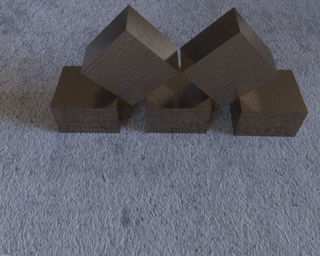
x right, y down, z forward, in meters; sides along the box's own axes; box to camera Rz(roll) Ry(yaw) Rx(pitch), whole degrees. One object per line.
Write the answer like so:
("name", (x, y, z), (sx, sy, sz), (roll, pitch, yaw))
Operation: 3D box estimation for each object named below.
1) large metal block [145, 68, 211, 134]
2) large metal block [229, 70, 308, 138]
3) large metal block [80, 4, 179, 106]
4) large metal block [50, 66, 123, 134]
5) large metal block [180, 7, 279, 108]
("large metal block", (0.023, -0.038, 0.421), (0.081, 0.050, 0.080), (1, 50, 0))
("large metal block", (0.140, -0.034, 0.420), (0.081, 0.050, 0.080), (1, 50, 0))
("large metal block", (-0.035, -0.083, 0.374), (0.080, 0.080, 0.050), (32, 40, -34))
("large metal block", (-0.093, -0.039, 0.420), (0.081, 0.050, 0.080), (0, 50, 0))
("large metal block", (0.082, -0.082, 0.377), (0.080, 0.080, 0.050), (-32, 40, 33))
